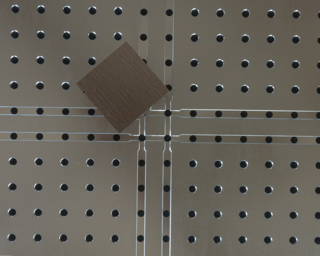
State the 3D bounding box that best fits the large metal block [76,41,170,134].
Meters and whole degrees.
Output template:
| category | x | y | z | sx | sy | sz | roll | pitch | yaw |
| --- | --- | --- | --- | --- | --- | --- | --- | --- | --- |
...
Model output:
| category | x | y | z | sx | sy | sz | roll | pitch | yaw |
| --- | --- | --- | --- | --- | --- | --- | --- | --- | --- |
| large metal block | -0.045 | -0.049 | 0.400 | 0.080 | 0.050 | 0.080 | -41 | 91 | 0 |
